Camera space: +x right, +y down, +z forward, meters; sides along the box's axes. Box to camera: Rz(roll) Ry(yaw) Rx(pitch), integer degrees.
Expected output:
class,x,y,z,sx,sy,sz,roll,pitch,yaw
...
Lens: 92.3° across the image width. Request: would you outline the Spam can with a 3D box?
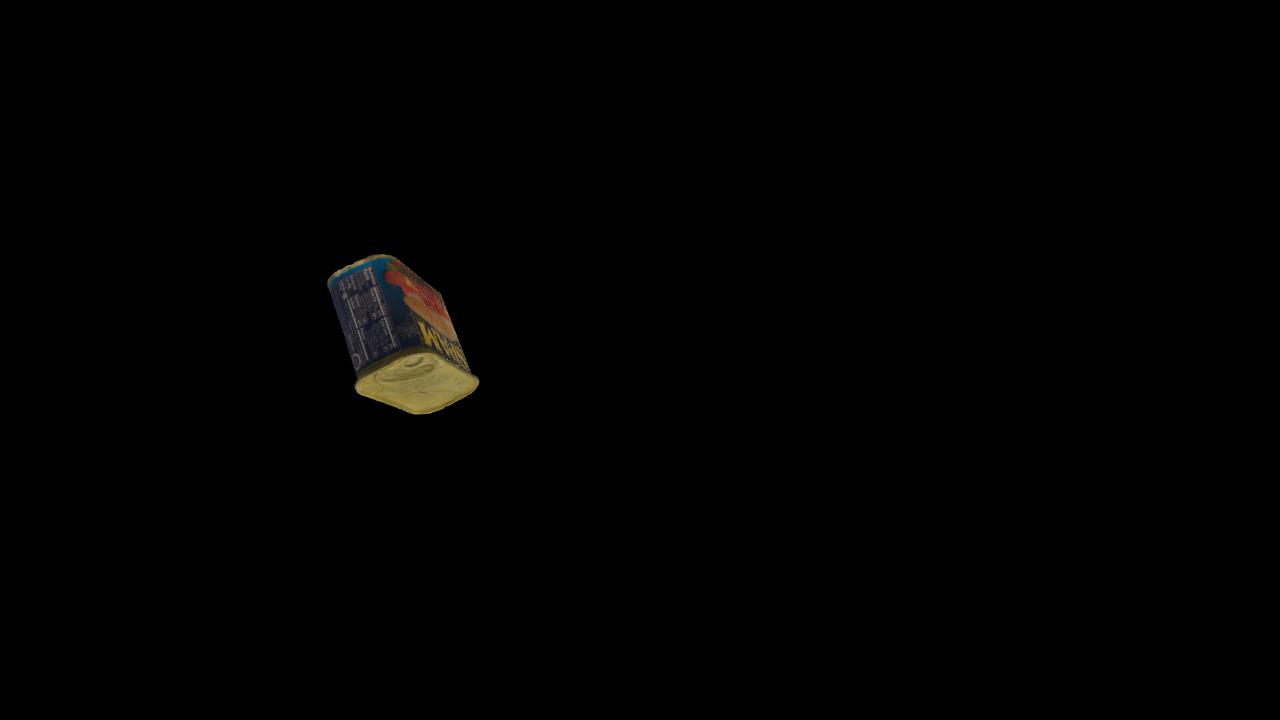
class,x,y,z,sx,sy,sz,roll,pitch,yaw
Spam can,-0.171,-0.016,0.447,0.058,0.085,0.101,-27,-19,0
